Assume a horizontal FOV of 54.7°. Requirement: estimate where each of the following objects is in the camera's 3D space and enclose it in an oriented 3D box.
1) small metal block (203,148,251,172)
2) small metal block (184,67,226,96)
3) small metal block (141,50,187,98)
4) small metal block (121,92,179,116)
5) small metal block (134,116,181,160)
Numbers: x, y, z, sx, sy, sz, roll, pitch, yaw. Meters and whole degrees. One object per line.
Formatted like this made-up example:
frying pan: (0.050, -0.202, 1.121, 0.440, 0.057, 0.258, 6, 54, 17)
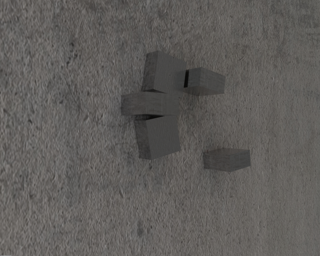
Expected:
small metal block: (0.102, 0.048, 0.474, 0.050, 0.050, 0.025, -8, 95, -40)
small metal block: (0.055, -0.063, 0.434, 0.050, 0.050, 0.025, 10, 84, -40)
small metal block: (0.006, -0.069, 0.409, 0.050, 0.025, 0.050, 12, 82, -39)
small metal block: (-0.013, -0.028, 0.377, 0.050, 0.050, 0.025, 0, 90, -40)
small metal block: (-0.003, 0.010, 0.402, 0.050, 0.025, 0.050, -14, 100, -39)
